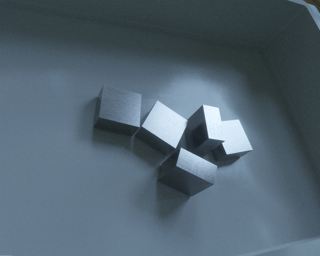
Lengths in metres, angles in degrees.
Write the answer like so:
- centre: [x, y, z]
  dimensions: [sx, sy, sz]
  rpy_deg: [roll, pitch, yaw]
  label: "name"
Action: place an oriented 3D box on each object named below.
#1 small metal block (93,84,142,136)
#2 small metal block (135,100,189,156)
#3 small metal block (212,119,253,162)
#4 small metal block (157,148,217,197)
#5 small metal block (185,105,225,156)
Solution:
- centre: [-0.052, -0.022, 0.389]
  dimensions: [0.050, 0.025, 0.050]
  rpy_deg: [14, 56, -21]
  label: "small metal block"
- centre: [0.003, 0.000, 0.405]
  dimensions: [0.050, 0.025, 0.050]
  rpy_deg: [34, 51, -7]
  label: "small metal block"
- centre: [0.098, 0.017, 0.447]
  dimensions: [0.050, 0.025, 0.050]
  rpy_deg: [-6, 65, -31]
  label: "small metal block"
- centre: [0.032, 0.054, 0.372]
  dimensions: [0.050, 0.050, 0.025]
  rpy_deg: [27, 53, -12]
  label: "small metal block"
- centre: [0.059, 0.004, 0.418]
  dimensions: [0.025, 0.050, 0.050]
  rpy_deg: [10, 58, -24]
  label: "small metal block"
